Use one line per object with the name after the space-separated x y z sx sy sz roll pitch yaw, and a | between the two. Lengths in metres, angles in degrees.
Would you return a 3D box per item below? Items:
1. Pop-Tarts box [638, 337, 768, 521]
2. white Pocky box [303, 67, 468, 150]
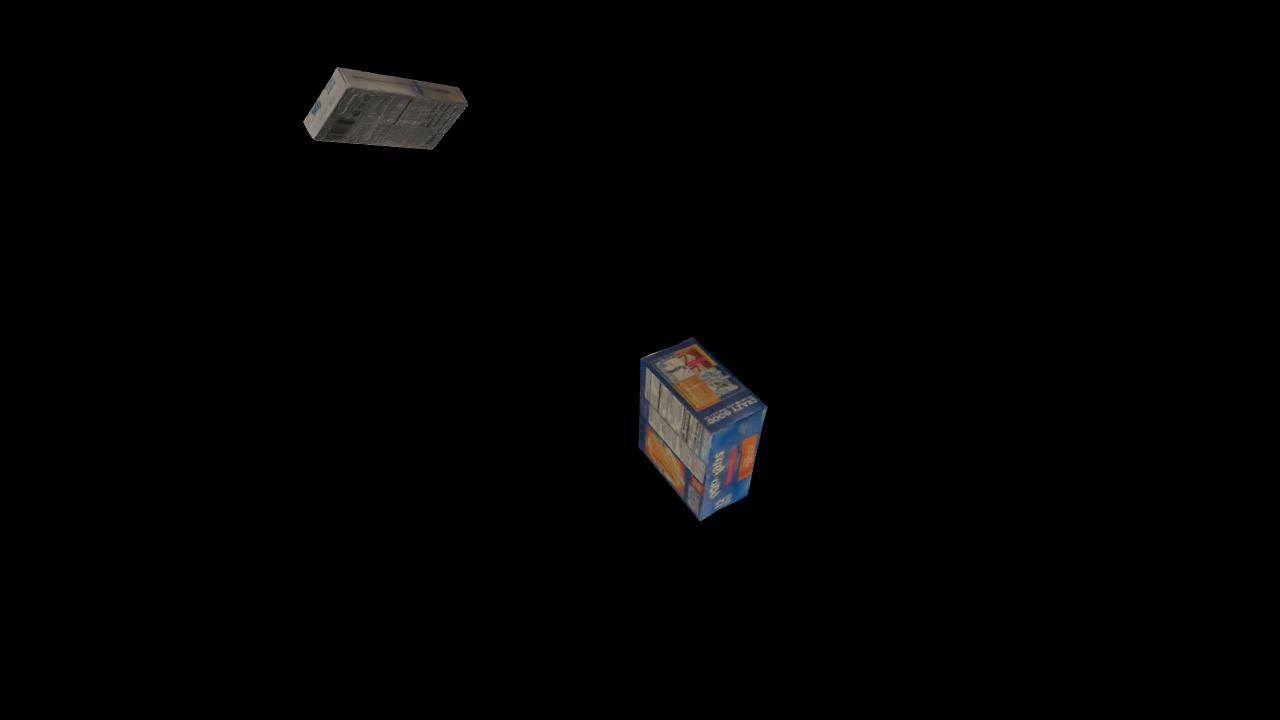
0.069 0.084 0.752 0.083 0.167 0.141 -23 48 -23 | Pop-Tarts box
-0.265 -0.263 0.655 0.084 0.028 0.154 -32 -4 34 | white Pocky box
